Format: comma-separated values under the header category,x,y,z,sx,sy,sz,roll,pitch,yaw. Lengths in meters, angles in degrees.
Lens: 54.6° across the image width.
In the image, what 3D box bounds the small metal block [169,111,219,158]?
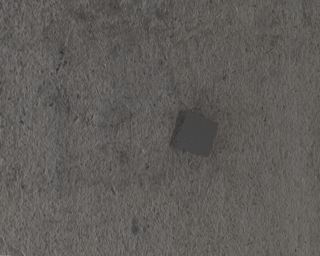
category,x,y,z,sx,sy,sz,roll,pitch,yaw
small metal block,0.046,0.009,0.426,0.050,0.025,0.050,19,84,-19
